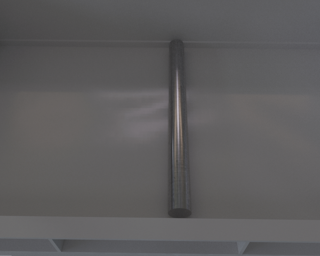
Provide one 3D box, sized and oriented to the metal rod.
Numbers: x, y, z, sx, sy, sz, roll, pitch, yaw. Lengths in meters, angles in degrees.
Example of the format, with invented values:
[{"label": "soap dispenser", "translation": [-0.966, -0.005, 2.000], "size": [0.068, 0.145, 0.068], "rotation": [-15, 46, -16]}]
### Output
[{"label": "metal rod", "translation": [0.024, -0.024, 0.425], "size": [0.025, 0.025, 0.300], "rotation": [1, 50, 1]}]
